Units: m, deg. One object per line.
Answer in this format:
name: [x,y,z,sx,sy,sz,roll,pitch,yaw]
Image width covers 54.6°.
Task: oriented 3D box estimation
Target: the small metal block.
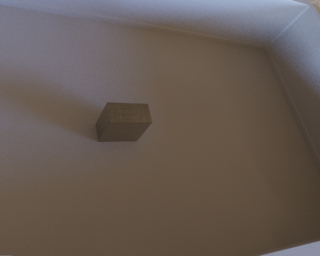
small metal block: [-0.044,-0.006,0.369,0.050,0.050,0.025,0,62,-28]
